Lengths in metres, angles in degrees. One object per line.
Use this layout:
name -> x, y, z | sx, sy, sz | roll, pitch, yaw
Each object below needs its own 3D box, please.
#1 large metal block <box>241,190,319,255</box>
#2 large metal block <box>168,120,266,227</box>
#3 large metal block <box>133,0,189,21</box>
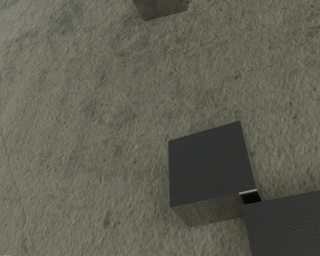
large metal block -> 0.122, 0.103, 0.261 | 0.080, 0.050, 0.080 | -16, 55, 18
large metal block -> 0.056, 0.048, 0.321 | 0.080, 0.050, 0.080 | -17, 46, 18
large metal block -> 0.005, -0.239, 0.530 | 0.080, 0.050, 0.080 | -5, 60, 25
